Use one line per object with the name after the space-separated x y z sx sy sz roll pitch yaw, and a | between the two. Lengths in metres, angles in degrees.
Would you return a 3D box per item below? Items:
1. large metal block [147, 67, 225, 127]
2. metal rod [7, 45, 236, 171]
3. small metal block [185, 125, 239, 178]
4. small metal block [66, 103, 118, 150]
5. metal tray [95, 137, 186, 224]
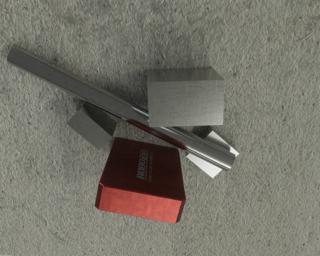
0.027 -0.039 0.366 0.081 0.080 0.050 -2 110 0 | large metal block
-0.044 -0.022 0.388 0.301 0.025 0.025 27 108 -5 | metal rod
0.070 0.032 0.424 0.050 0.025 0.050 40 105 -14 | small metal block
-0.084 -0.006 0.394 0.050 0.050 0.025 43 104 -14 | small metal block
-0.020 0.056 0.376 0.091 0.130 0.030 12 110 -5 | metal tray
